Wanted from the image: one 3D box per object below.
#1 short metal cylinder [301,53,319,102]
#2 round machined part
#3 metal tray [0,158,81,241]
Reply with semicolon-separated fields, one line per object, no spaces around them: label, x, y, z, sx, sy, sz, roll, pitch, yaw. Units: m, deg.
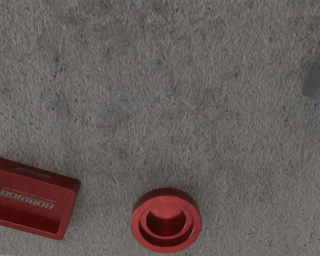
short metal cylinder;0.217;-0.051;0.364;0.080;0.080;0.050;16;109;-6
round machined part;0.009;0.128;0.448;0.099;0.042;0.097;0;110;0
metal tray;-0.190;0.101;0.442;0.131;0.030;0.089;18;109;-7
